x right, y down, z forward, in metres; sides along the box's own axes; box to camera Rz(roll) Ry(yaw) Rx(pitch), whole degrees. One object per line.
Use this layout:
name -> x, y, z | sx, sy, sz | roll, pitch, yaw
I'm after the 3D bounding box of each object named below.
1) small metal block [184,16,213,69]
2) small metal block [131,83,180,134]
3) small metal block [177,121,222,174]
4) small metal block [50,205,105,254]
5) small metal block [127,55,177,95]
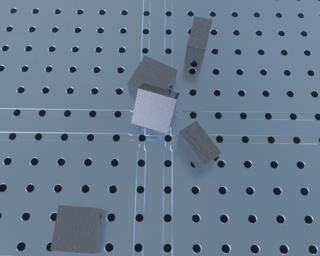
small metal block -> 0.054, -0.121, 0.444 | 0.025, 0.050, 0.050 | 14, 71, 4
small metal block -> -0.006, -0.026, 0.406 | 0.050, 0.050, 0.025 | 17, 26, 5
small metal block -> 0.048, 0.025, 0.390 | 0.025, 0.050, 0.050 | -33, 74, -11
small metal block -> -0.096, 0.120, 0.367 | 0.050, 0.025, 0.050 | 4, 70, 1
small metal block -> -0.010, -0.067, 0.436 | 0.050, 0.025, 0.050 | 26, 72, 9
